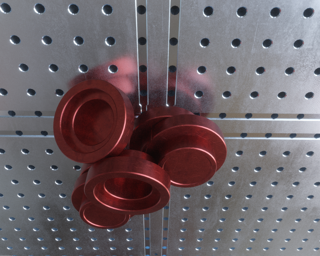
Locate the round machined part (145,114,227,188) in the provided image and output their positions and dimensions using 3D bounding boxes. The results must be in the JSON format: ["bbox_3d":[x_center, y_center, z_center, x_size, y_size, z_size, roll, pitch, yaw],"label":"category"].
[{"bbox_3d":[0.031,0.034,0.373,0.099,0.042,0.097,0,130,0],"label":"round machined part"}]

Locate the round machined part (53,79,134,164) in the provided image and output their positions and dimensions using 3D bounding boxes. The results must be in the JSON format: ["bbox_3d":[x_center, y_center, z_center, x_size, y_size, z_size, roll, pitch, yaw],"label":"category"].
[{"bbox_3d":[-0.074,-0.005,0.370,0.098,0.098,0.042,-22,162,17],"label":"round machined part"}]

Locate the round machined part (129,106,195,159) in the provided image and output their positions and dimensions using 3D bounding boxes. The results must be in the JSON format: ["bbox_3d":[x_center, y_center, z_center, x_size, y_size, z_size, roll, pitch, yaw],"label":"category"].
[{"bbox_3d":[0.010,0.023,0.393,0.099,0.042,0.097,0,130,0],"label":"round machined part"}]

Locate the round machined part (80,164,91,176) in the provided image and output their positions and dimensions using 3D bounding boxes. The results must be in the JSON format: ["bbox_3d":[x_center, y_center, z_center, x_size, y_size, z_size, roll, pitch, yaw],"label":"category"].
[{"bbox_3d":[-0.067,0.083,0.443,0.099,0.042,0.097,0,130,0],"label":"round machined part"}]

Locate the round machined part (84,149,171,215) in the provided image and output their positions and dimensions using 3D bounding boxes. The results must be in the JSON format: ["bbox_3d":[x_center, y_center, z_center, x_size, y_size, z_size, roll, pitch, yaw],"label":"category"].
[{"bbox_3d":[-0.036,0.062,0.368,0.098,0.042,0.098,2,138,2],"label":"round machined part"}]

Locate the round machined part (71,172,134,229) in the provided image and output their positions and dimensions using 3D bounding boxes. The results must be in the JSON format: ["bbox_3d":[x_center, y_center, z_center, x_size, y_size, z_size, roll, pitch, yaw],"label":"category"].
[{"bbox_3d":[-0.074,0.105,0.433,0.099,0.042,0.097,0,130,0],"label":"round machined part"}]
